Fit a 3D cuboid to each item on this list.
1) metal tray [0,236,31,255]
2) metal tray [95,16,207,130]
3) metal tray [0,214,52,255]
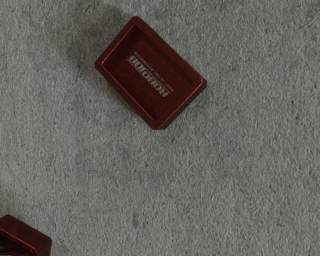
[{"bbox_3d":[-0.226,0.163,0.431,0.090,0.130,0.030,28,82,18],"label":"metal tray"},{"bbox_3d":[-0.014,-0.072,0.411,0.090,0.030,0.130,-46,76,14],"label":"metal tray"},{"bbox_3d":[-0.216,0.206,0.466,0.090,0.030,0.129,21,110,17],"label":"metal tray"}]
